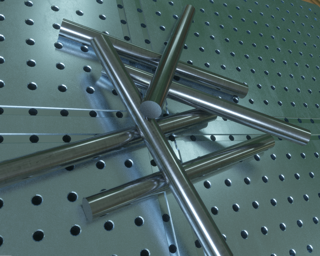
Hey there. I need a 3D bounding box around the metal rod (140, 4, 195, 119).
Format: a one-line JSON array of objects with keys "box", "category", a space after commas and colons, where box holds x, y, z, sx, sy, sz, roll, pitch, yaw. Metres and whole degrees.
[{"box": [0.021, -0.117, 0.456, 0.025, 0.025, 0.301, 29, 42, -10], "category": "metal rod"}]

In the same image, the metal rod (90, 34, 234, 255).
[{"box": [-0.006, 0.013, 0.362, 0.025, 0.025, 0.299, -19, 72, -35], "category": "metal rod"}]

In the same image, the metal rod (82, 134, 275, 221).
[{"box": [0.047, 0.052, 0.401, 0.302, 0.025, 0.025, -14, 69, -34], "category": "metal rod"}]

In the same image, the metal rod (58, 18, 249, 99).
[{"box": [0.003, -0.098, 0.469, 0.302, 0.025, 0.025, 15, 56, -20], "category": "metal rod"}]

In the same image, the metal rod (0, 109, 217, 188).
[{"box": [-0.043, 0.012, 0.376, 0.302, 0.025, 0.025, -16, 70, -34], "category": "metal rod"}]

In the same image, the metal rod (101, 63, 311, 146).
[{"box": [0.067, -0.035, 0.432, 0.301, 0.025, 0.025, 19, 54, -5], "category": "metal rod"}]
